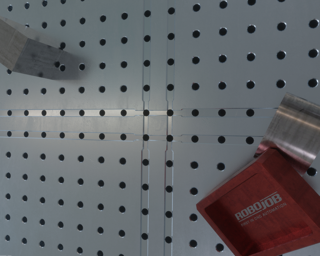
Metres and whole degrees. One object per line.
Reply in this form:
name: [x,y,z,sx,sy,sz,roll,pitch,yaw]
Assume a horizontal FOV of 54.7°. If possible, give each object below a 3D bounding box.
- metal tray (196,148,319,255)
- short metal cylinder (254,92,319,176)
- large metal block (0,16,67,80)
metal tray: [0.105,0.090,0.334,0.090,0.030,0.129,50,141,12]
short metal cylinder: [0.142,0.007,0.333,0.050,0.080,0.080,27,99,18]
large metal block: [-0.202,-0.118,0.454,0.080,0.080,0.050,34,101,16]
